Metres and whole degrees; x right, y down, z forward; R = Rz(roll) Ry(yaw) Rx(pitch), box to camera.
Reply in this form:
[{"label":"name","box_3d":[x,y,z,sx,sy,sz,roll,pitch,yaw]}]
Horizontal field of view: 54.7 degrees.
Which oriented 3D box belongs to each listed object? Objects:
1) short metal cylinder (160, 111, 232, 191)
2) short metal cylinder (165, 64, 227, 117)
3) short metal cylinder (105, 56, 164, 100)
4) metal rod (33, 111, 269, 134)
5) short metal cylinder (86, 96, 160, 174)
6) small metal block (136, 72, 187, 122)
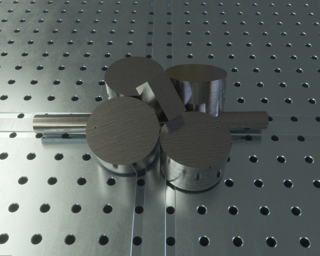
[{"label":"short metal cylinder","box_3d":[0.040,0.026,0.364,0.081,0.050,0.080,0,50,0]},{"label":"short metal cylinder","box_3d":[0.047,-0.050,0.412,0.081,0.050,0.080,0,27,0]},{"label":"short metal cylinder","box_3d":[-0.033,-0.055,0.432,0.081,0.050,0.080,0,50,0]},{"label":"metal rod","box_3d":[-0.011,-0.008,0.409,0.302,0.025,0.025,-1,50,-1]},{"label":"short metal cylinder","box_3d":[-0.041,0.010,0.362,0.081,0.050,0.080,0,70,-1]},{"label":"small metal block","box_3d":[0.000,-0.035,0.370,0.025,0.050,0.050,-32,99,-17]}]
